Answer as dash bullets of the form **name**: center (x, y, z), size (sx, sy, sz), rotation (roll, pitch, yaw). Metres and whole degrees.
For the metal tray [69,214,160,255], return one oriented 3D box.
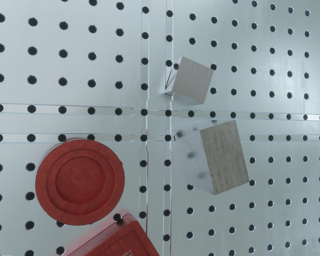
- **metal tray**: center (-0.065, 0.183, 0.386), size (0.131, 0.030, 0.090), rotation (-33, 101, -17)

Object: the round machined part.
- **round machined part**: center (-0.095, 0.061, 0.369), size (0.099, 0.042, 0.097), rotation (0, 90, -20)

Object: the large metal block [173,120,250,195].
- **large metal block**: center (0.064, 0.034, 0.407), size (0.050, 0.080, 0.080), rotation (-16, 96, -19)

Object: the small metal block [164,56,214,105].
- **small metal block**: center (0.040, -0.064, 0.427), size (0.050, 0.025, 0.050), rotation (20, 83, -19)
